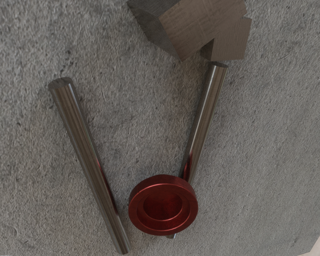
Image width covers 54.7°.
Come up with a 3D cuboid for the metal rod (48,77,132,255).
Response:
[{"bbox_3d":[-0.081,0.072,0.408,0.025,0.025,0.298,-22,127,-15],"label":"metal rod"}]

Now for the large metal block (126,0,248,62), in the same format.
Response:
[{"bbox_3d":[0.024,-0.121,0.311,0.080,0.080,0.050,-38,130,-3],"label":"large metal block"}]

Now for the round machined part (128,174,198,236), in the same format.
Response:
[{"bbox_3d":[0.004,0.107,0.452,0.099,0.042,0.097,-2,118,-3],"label":"round machined part"}]

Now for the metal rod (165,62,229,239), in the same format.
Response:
[{"bbox_3d":[0.047,0.049,0.464,0.025,0.025,0.298,-2,119,-28],"label":"metal rod"}]

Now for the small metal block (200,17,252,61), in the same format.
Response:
[{"bbox_3d":[0.081,-0.112,0.384,0.050,0.025,0.050,-9,123,-24],"label":"small metal block"}]
